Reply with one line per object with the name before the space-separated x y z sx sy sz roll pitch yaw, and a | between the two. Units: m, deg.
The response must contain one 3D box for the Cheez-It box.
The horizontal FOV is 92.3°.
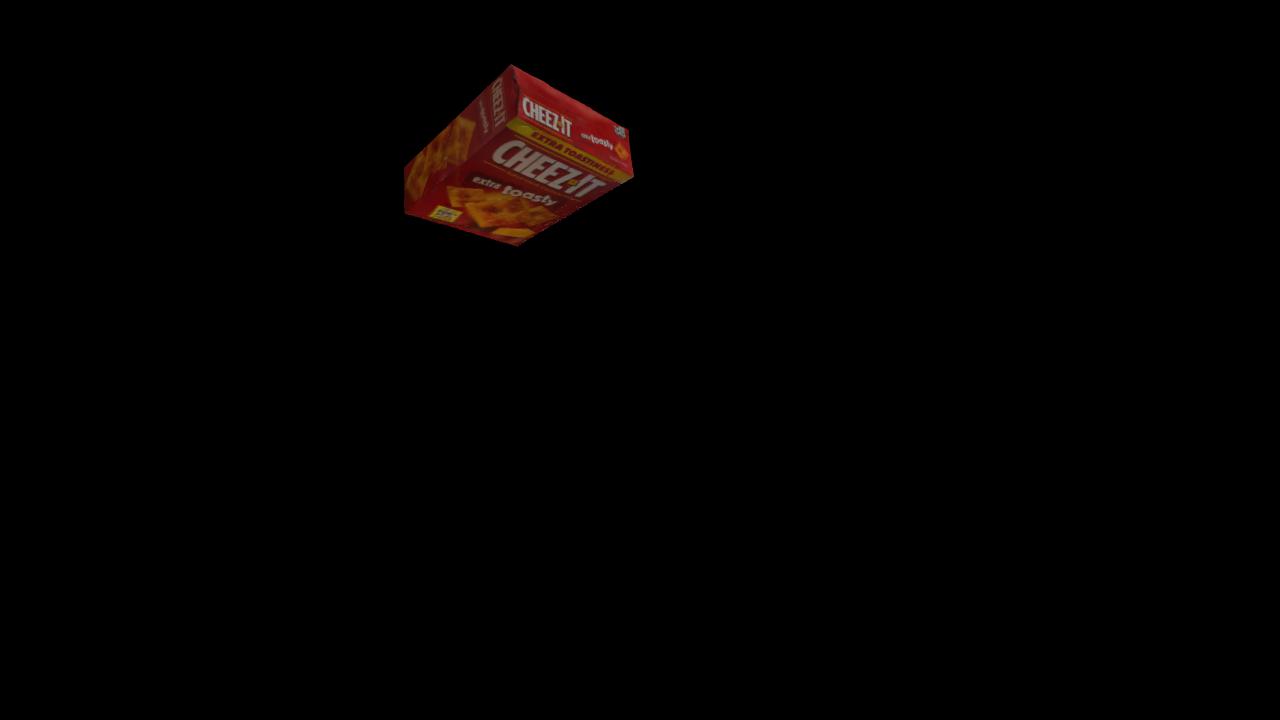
Cheez-It box | -0.142 -0.217 0.706 0.223 0.071 0.166 -19 -19 39
